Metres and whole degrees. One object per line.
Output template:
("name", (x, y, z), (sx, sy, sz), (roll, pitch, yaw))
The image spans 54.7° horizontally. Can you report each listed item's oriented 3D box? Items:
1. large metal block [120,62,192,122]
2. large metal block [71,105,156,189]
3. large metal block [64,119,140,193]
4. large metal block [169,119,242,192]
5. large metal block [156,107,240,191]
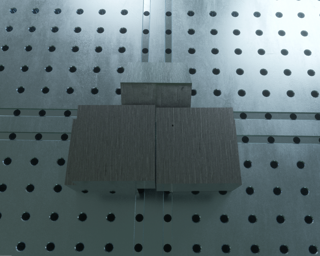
("large metal block", (-0.004, -0.048, 0.394), (0.081, 0.050, 0.080), (0, 28, -1))
("large metal block", (-0.045, 0.022, 0.334), (0.081, 0.050, 0.080), (0, 70, -1))
("large metal block", (-0.066, 0.036, 0.385), (0.081, 0.050, 0.080), (1, 70, 0))
("large metal block", (0.051, 0.036, 0.385), (0.081, 0.050, 0.080), (-1, 70, -1))
("large metal block", (0.036, 0.024, 0.335), (0.081, 0.050, 0.080), (0, 70, -1))
